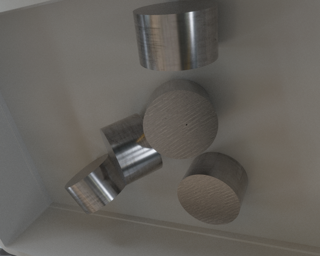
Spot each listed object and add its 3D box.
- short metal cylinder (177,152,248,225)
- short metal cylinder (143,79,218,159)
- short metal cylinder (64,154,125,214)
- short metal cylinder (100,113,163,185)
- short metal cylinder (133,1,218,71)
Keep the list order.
[{"bbox_3d":[0.069,0.078,0.404,0.080,0.050,0.079,13,124,20],"label":"short metal cylinder"},{"bbox_3d":[0.023,-0.011,0.354,0.080,0.050,0.079,1,112,2],"label":"short metal cylinder"},{"bbox_3d":[-0.097,0.085,0.475,0.080,0.080,0.050,-27,104,37],"label":"short metal cylinder"},{"bbox_3d":[-0.038,0.027,0.402,0.080,0.050,0.080,57,163,29],"label":"short metal cylinder"},{"bbox_3d":[0.017,-0.093,0.306,0.080,0.080,0.050,8,122,24],"label":"short metal cylinder"}]
